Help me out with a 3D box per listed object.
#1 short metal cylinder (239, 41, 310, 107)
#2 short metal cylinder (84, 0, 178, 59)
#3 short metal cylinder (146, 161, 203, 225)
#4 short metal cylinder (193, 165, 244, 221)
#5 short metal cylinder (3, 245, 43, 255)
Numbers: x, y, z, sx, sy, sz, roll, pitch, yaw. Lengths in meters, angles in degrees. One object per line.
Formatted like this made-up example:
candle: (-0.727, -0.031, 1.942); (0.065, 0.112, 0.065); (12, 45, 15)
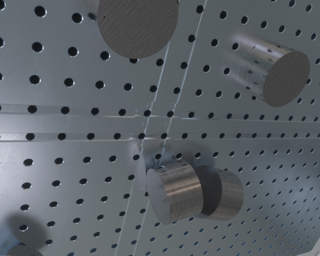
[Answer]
short metal cylinder: (0.160, -0.076, 0.435); (0.081, 0.050, 0.079); (-14, 124, -21)
short metal cylinder: (-0.029, -0.115, 0.308); (0.081, 0.050, 0.079); (-14, 124, -21)
short metal cylinder: (0.019, 0.091, 0.442); (0.050, 0.080, 0.079); (-12, 124, -22)
short metal cylinder: (0.083, 0.102, 0.484); (0.050, 0.080, 0.080); (19, 108, -36)
short metal cylinder: (-0.183, 0.201, 0.400); (0.050, 0.080, 0.080); (-43, 129, 2)
